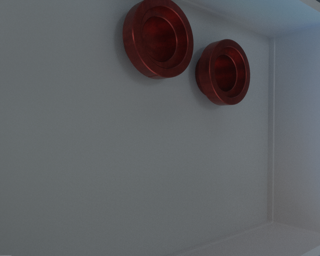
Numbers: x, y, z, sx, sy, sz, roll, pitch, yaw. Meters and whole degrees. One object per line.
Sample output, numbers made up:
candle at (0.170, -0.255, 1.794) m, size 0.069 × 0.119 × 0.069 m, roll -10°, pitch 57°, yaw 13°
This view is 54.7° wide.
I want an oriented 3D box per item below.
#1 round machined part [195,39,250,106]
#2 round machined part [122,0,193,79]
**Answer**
round machined part at (0.092, -0.083, 0.475) m, size 0.099 × 0.042 × 0.097 m, roll 0°, pitch 90°, yaw -40°
round machined part at (-0.007, -0.110, 0.392) m, size 0.099 × 0.042 × 0.097 m, roll 0°, pitch 90°, yaw -40°
